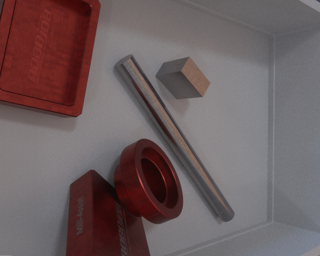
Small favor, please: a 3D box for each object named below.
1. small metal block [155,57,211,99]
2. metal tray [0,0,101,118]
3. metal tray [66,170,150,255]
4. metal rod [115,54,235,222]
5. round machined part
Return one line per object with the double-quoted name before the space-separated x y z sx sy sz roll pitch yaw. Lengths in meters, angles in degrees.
"small metal block" 0.031 -0.066 0.418 0.050 0.050 0.025 44 63 -32
"metal tray" -0.115 -0.082 0.307 0.091 0.030 0.129 14 81 -39
"metal tray" -0.048 0.110 0.305 0.030 0.130 0.090 -37 119 6
"metal rod" 0.033 0.030 0.436 0.025 0.025 0.299 -50 120 -29
"round machined part" -0.016 0.065 0.363 0.098 0.042 0.098 49 24 -31
